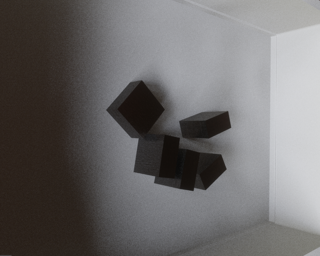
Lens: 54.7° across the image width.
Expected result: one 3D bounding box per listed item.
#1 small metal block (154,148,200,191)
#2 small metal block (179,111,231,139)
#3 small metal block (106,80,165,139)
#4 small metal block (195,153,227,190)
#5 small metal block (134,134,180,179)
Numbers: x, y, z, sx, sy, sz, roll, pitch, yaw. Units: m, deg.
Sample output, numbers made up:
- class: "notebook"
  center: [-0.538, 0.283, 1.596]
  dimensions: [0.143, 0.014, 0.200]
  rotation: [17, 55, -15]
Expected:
- class: "small metal block"
  center: [0.022, 0.053, 0.409]
  dimensions: [0.025, 0.050, 0.050]
  rotation: [18, 79, -39]
- class: "small metal block"
  center: [0.065, -0.005, 0.444]
  dimensions: [0.050, 0.050, 0.025]
  rotation: [-21, 104, -38]
- class: "small metal block"
  center: [-0.029, -0.022, 0.382]
  dimensions: [0.050, 0.025, 0.050]
  rotation: [51, 60, -28]
- class: "small metal block"
  center: [0.056, 0.059, 0.438]
  dimensions: [0.050, 0.050, 0.025]
  rotation: [-35, 112, -34]
- class: "small metal block"
  center: [-0.005, 0.034, 0.386]
  dimensions: [0.025, 0.050, 0.050]
  rotation: [14, 82, -39]
